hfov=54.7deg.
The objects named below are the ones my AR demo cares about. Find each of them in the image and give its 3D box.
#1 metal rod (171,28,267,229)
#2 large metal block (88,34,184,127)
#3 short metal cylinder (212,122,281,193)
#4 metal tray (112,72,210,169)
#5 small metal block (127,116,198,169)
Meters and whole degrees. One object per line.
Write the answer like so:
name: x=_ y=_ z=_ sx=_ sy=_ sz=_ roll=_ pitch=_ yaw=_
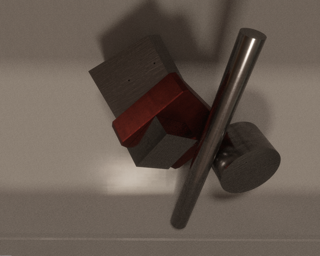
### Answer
metal rod: x=0.056 y=0.028 z=0.372 sx=0.025 sy=0.025 sz=0.298 roll=10 pitch=129 yaw=-4
large metal block: x=-0.021 y=-0.053 z=0.364 sx=0.080 sy=0.050 sz=0.080 roll=-26 pitch=99 yaw=20
short metal cylinder: x=0.104 y=0.038 z=0.398 sx=0.081 sy=0.050 sz=0.079 roll=-11 pitch=132 yaw=-12
metal tray: x=0.018 y=-0.001 z=0.368 sx=0.090 sy=0.030 sz=0.130 roll=-39 pitch=146 yaw=13
small metal block: x=0.003 y=0.017 z=0.328 sx=0.050 sy=0.025 sz=0.050 roll=13 pitch=127 yaw=-47
